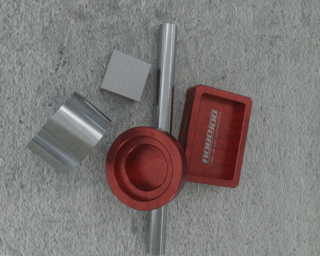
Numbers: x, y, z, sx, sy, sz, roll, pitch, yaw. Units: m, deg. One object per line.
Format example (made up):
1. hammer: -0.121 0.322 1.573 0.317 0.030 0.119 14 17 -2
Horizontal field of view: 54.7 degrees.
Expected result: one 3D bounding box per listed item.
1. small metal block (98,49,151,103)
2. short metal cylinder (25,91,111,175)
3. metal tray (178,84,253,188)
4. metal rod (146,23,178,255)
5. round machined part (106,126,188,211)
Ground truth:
1. small metal block: -0.045 -0.064 0.392 0.050 0.025 0.050 19 84 -19
2. short metal cylinder: -0.100 0.005 0.343 0.050 0.080 0.080 42 77 -16
3. metal tray: 0.074 0.013 0.433 0.091 0.030 0.129 12 86 -20
4. metal rod: 0.003 0.014 0.410 0.025 0.025 0.298 4 89 -20
5. round machined part: -0.013 0.047 0.378 0.098 0.042 0.097 -1 87 22
